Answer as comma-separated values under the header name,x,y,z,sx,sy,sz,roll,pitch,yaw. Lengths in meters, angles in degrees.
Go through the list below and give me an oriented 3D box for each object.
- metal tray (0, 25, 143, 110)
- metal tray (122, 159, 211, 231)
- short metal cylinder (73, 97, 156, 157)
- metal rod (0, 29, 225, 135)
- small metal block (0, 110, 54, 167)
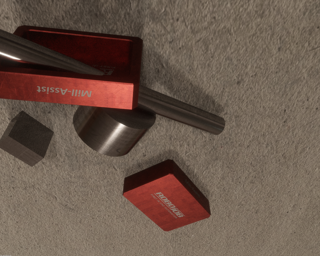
name,x,y,z,sx,sy,sz,roll,pitch,yaw
metal tray,-0.085,-0.063,0.308,0.131,0.090,0.030,5,133,-5
metal tray,0.013,0.113,0.501,0.090,0.030,0.130,-26,126,20
short metal cylinder,-0.052,-0.014,0.359,0.080,0.080,0.050,27,125,-22
metal rod,-0.045,-0.042,0.327,0.302,0.025,0.025,18,129,-32
small metal block,-0.172,0.014,0.400,0.025,0.050,0.050,-33,123,25
